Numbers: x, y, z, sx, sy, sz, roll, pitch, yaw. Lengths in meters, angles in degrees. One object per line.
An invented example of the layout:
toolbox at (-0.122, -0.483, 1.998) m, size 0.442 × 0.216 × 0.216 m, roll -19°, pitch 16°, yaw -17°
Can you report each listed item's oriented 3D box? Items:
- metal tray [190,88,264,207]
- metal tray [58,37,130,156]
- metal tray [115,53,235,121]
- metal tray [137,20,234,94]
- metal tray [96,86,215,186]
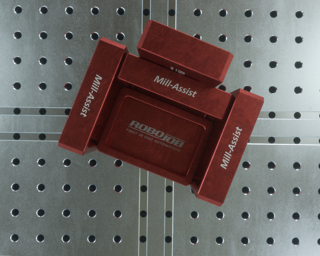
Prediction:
metal tray at (0.077, 0.021, 0.381) m, size 0.030 × 0.090 × 0.129 m, roll 22°, pitch 90°, yaw 0°
metal tray at (-0.074, -0.035, 0.380) m, size 0.030 × 0.090 × 0.130 m, roll 22°, pitch 90°, yaw 0°
metal tray at (0.017, -0.046, 0.381) m, size 0.131 × 0.090 × 0.030 m, roll 22°, pitch 91°, yaw -1°
metal tray at (0.025, -0.075, 0.360) m, size 0.090 × 0.130 × 0.030 m, roll 22°, pitch 91°, yaw 0°
metal tray at (-0.006, 0.011, 0.410) m, size 0.131 × 0.030 × 0.090 m, roll 22°, pitch 90°, yaw -1°
